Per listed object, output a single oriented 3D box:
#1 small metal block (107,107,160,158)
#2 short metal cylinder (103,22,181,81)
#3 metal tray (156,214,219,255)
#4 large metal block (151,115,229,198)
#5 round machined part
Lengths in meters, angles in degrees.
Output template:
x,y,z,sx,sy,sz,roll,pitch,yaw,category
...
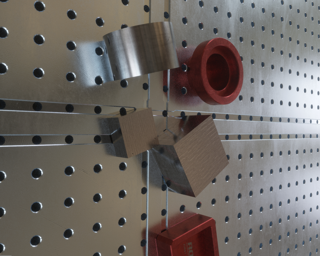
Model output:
x,y,z,sx,sy,sz,roll,pitch,yaw,category
-0.032,0.005,0.384,0.050,0.025,0.050,-20,103,-38,small metal block
-0.021,-0.087,0.358,0.081,0.080,0.050,-20,103,-38,short metal cylinder
0.046,0.202,0.447,0.091,0.030,0.129,-13,99,-39,metal tray
0.042,0.036,0.430,0.080,0.050,0.080,-37,113,-34,large metal block
0.079,-0.083,0.467,0.099,0.042,0.097,0,90,-40,round machined part
